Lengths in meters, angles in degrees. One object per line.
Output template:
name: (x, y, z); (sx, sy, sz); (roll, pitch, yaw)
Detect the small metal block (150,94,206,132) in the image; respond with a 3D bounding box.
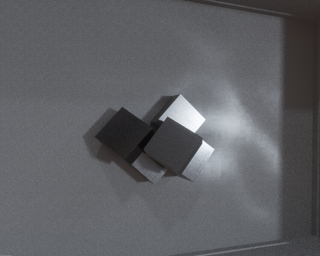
small metal block: (0.024, -0.010, 0.419); (0.050, 0.025, 0.050); (44, 76, -15)

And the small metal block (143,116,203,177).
small metal block: (0.017, 0.022, 0.377); (0.050, 0.025, 0.050); (32, 77, 17)

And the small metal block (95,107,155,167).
small metal block: (-0.042, 0.010, 0.381); (0.050, 0.025, 0.050); (35, 76, 22)

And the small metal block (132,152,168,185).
small metal block: (-0.012, 0.038, 0.405); (0.050, 0.025, 0.050); (44, 76, -15)

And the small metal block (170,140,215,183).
small metal block: (0.038, 0.040, 0.411); (0.025, 0.050, 0.050); (37, 78, -17)
